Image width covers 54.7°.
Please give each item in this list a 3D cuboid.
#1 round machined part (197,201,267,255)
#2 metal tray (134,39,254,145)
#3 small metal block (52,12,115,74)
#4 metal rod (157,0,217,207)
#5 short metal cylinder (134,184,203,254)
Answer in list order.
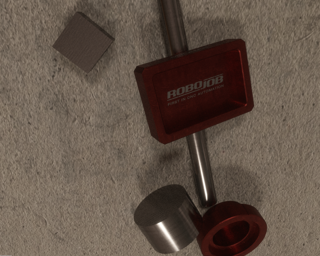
[{"bbox_3d":[0.099,0.144,0.445,0.099,0.042,0.097,-8,123,-12],"label":"round machined part"},{"bbox_3d":[0.044,-0.045,0.365,0.131,0.030,0.089,-20,111,-17],"label":"metal tray"},{"bbox_3d":[-0.090,-0.102,0.371,0.050,0.025,0.050,38,105,-13],"label":"small metal block"},{"bbox_3d":[0.038,-0.029,0.399,0.025,0.025,0.298,-12,110,4],"label":"metal rod"},{"bbox_3d":[0.011,0.123,0.426,0.080,0.080,0.050,-27,108,9],"label":"short metal cylinder"}]
